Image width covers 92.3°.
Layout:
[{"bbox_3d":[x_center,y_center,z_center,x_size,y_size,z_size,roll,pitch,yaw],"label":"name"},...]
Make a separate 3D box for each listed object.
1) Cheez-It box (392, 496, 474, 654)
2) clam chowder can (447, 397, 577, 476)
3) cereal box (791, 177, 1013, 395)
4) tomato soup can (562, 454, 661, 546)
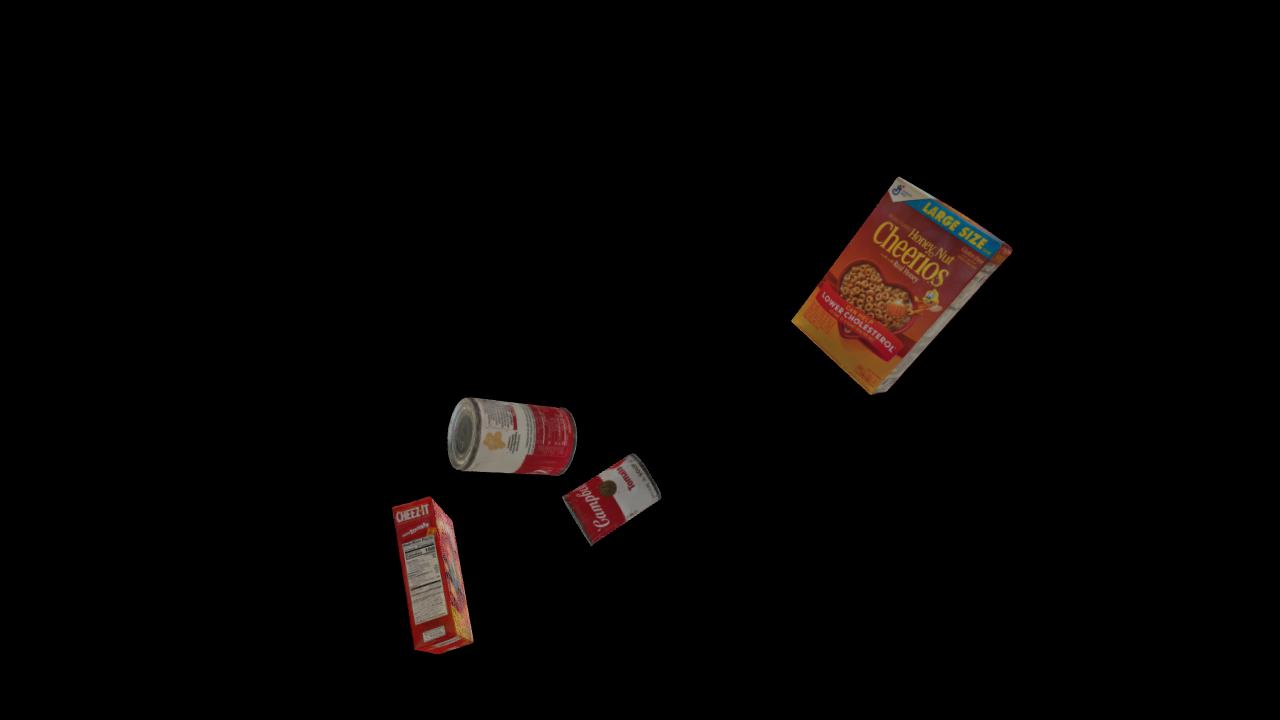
[{"bbox_3d":[-0.336,0.355,1.007,0.071,0.223,0.166,-14,-25,-12],"label":"Cheez-It box"},{"bbox_3d":[-0.120,0.073,0.577,0.102,0.068,0.068,11,-7,-37],"label":"clam chowder can"},{"bbox_3d":[0.422,-0.120,1.031,0.081,0.306,0.203,-1,42,-46],"label":"cereal box"},{"bbox_3d":[-0.033,0.166,0.737,0.101,0.068,0.068,-30,8,-14],"label":"tomato soup can"}]
